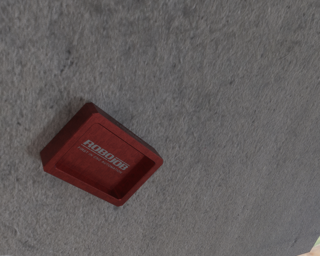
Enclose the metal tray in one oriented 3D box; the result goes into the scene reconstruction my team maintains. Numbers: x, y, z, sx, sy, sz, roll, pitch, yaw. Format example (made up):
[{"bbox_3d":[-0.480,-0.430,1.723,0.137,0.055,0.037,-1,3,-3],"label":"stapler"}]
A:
[{"bbox_3d":[-0.068,0.039,0.391,0.090,0.030,0.130,-47,130,4],"label":"metal tray"}]
